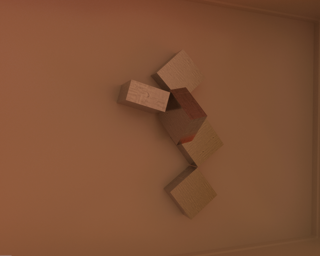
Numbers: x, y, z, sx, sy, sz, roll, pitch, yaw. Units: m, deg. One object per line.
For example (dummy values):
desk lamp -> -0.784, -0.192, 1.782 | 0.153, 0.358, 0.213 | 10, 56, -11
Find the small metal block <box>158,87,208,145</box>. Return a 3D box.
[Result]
small metal block -> 0.027, -0.015, 0.391 | 0.025, 0.050, 0.050 | -14, 57, -31

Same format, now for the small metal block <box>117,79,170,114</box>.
small metal block -> -0.022, -0.038, 0.390 | 0.050, 0.050, 0.025 | 16, 85, -20

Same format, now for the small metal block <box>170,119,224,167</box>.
small metal block -> 0.052, 0.018, 0.431 | 0.050, 0.025, 0.050 | -39, 103, -16

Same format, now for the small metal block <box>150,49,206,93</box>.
small metal block -> 0.025, -0.070, 0.421 | 0.050, 0.025, 0.050 | -45, 104, -15

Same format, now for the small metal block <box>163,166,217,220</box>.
small metal block -> 0.042, 0.088, 0.428 | 0.050, 0.025, 0.050 | -39, 103, -16
